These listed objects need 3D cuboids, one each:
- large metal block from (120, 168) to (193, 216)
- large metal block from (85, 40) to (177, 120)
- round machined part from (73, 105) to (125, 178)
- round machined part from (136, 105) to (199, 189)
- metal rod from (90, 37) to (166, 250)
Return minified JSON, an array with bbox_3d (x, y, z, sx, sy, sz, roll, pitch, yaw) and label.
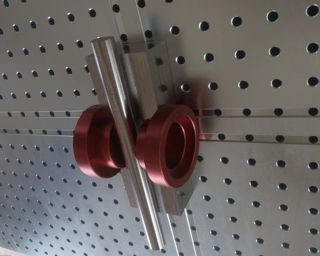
[{"bbox_3d":[-0.004,0.072,0.441,0.080,0.050,0.079,3,120,27],"label":"large metal block"},{"bbox_3d":[-0.033,-0.057,0.376,0.080,0.050,0.079,2,120,27],"label":"large metal block"},{"bbox_3d":[-0.064,0.017,0.408,0.042,0.098,0.097,2,119,27],"label":"round machined part"},{"bbox_3d":[0.008,0.020,0.372,0.042,0.099,0.097,5,121,32],"label":"round machined part"},{"bbox_3d":[-0.032,0.039,0.387,0.025,0.025,0.298,2,120,27],"label":"metal rod"}]
